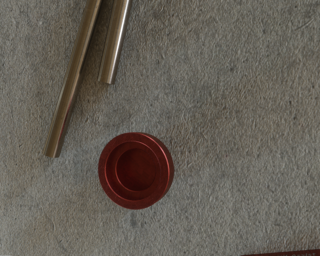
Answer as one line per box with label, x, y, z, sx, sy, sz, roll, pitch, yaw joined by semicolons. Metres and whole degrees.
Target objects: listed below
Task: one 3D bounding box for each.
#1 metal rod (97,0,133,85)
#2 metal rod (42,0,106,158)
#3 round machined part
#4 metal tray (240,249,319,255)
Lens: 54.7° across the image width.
metal rod;-0.043;-0.208;0.422;0.025;0.025;0.298;15;95;19
metal rod;-0.117;-0.100;0.448;0.025;0.025;0.298;21;97;18
round machined part;-0.028;0.054;0.409;0.098;0.042;0.097;0;90;19
metal tray;0.161;0.189;0.349;0.130;0.030;0.089;-13;86;19
